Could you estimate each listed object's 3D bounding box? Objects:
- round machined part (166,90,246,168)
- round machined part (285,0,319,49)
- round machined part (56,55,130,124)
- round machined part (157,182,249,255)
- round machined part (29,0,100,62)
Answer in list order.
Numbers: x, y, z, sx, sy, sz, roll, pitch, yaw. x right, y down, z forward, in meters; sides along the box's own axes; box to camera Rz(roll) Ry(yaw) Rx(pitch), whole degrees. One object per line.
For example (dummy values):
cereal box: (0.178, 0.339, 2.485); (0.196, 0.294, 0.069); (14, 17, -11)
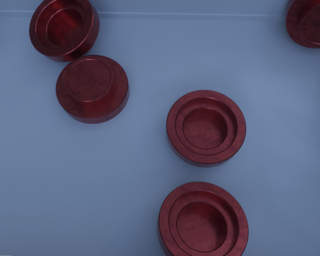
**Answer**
round machined part: (0.057, 0.004, 0.400); (0.099, 0.042, 0.098); (0, 70, -1)
round machined part: (0.226, -0.151, 0.424); (0.099, 0.097, 0.042); (12, 49, 4)
round machined part: (-0.093, -0.058, 0.421); (0.099, 0.042, 0.098); (0, 70, -1)
round machined part: (0.045, 0.114, 0.350); (0.099, 0.042, 0.098); (4, 53, -5)
round machined part: (-0.130, -0.139, 0.441); (0.098, 0.042, 0.098); (-3, 78, 14)
